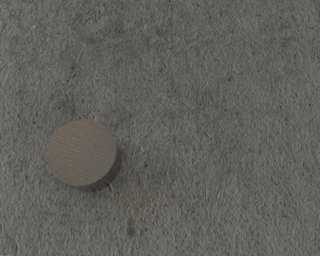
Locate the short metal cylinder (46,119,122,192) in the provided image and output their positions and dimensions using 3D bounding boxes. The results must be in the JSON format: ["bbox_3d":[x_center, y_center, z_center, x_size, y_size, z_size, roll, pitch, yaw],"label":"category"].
[{"bbox_3d":[-0.091,0.035,0.382,0.080,0.050,0.080,0,70,0],"label":"short metal cylinder"}]
